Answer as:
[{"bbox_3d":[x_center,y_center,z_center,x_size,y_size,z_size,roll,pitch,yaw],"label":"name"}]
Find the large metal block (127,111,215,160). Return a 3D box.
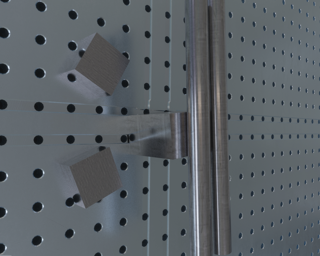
[{"bbox_3d":[0.017,0.005,0.388,0.081,0.080,0.050,-8,95,-40],"label":"large metal block"}]

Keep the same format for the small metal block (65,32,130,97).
[{"bbox_3d":[-0.070,-0.070,0.351,0.050,0.025,0.050,37,67,-34],"label":"small metal block"}]

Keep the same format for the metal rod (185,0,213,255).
[{"bbox_3d":[0.043,0.011,0.341,0.025,0.025,0.298,-3,92,-40],"label":"metal rod"}]

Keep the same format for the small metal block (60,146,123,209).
[{"bbox_3d":[-0.076,0.053,0.346,0.050,0.025,0.050,-27,107,-37],"label":"small metal block"}]

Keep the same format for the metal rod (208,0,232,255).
[{"bbox_3d":[0.067,-0.004,0.361,0.025,0.025,0.298,-4,92,-40],"label":"metal rod"}]
